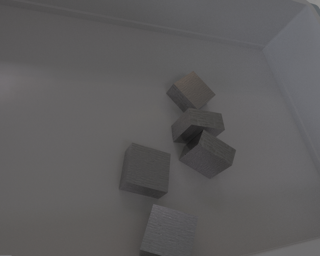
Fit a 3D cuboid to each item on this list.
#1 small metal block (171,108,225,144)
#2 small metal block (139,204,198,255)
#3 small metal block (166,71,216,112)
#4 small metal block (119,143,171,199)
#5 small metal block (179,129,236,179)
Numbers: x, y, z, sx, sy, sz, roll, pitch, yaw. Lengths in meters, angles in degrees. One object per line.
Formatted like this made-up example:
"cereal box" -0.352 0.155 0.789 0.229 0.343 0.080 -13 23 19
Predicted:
"small metal block" 0.050 0.000 0.416 0.050 0.050 0.025 8 58 -24
"small metal block" 0.010 0.115 0.330 0.050 0.025 0.050 14 53 6
"small metal block" 0.046 -0.051 0.461 0.050 0.025 0.050 48 51 5
"small metal block" -0.017 0.051 0.365 0.050 0.025 0.050 18 55 -18
"small metal block" 0.061 0.035 0.400 0.050 0.050 0.025 32 52 -8
